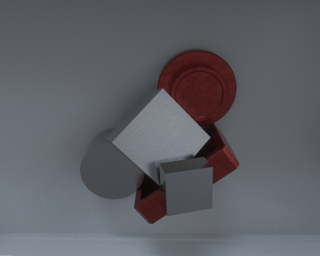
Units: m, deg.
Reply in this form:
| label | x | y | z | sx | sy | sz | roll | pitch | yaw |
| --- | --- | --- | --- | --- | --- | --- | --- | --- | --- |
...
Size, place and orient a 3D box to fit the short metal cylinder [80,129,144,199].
| label | x | y | z | sx | sy | sz | roll | pitch | yaw |
| --- | --- | --- | --- | --- | --- | --- | --- | --- | --- |
| short metal cylinder | -0.060 | 0.047 | 0.412 | 0.081 | 0.050 | 0.079 | 0 | 110 | -1 |

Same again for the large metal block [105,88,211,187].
| label | x | y | z | sx | sy | sz | roll | pitch | yaw |
| --- | --- | --- | --- | --- | --- | --- | --- | --- | --- |
| large metal block | -0.003 | 0.012 | 0.363 | 0.080 | 0.050 | 0.080 | 45 | 79 | -15 |

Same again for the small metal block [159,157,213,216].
| label | x | y | z | sx | sy | sz | roll | pitch | yaw |
| --- | --- | --- | --- | --- | --- | --- | --- | --- | --- |
| small metal block | 0.028 | 0.062 | 0.331 | 0.050 | 0.025 | 0.050 | -7 | 110 | -12 |

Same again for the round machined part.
| label | x | y | z | sx | sy | sz | roll | pitch | yaw |
| --- | --- | --- | --- | --- | --- | --- | --- | --- | --- |
| round machined part | 0.046 | -0.046 | 0.384 | 0.099 | 0.042 | 0.097 | 0 | 110 | -1 |

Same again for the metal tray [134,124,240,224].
| label | x | y | z | sx | sy | sz | roll | pitch | yaw |
| --- | --- | --- | --- | --- | --- | --- | --- | --- | --- |
| metal tray | 0.029 | 0.054 | 0.395 | 0.130 | 0.090 | 0.030 | -36 | 106 | 11 |
